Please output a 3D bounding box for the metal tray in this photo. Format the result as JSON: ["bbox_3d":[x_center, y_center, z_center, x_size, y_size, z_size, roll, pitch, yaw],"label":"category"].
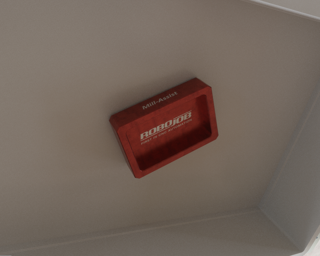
[{"bbox_3d":[0.010,0.000,0.406,0.131,0.030,0.090,-26,128,-13],"label":"metal tray"}]
